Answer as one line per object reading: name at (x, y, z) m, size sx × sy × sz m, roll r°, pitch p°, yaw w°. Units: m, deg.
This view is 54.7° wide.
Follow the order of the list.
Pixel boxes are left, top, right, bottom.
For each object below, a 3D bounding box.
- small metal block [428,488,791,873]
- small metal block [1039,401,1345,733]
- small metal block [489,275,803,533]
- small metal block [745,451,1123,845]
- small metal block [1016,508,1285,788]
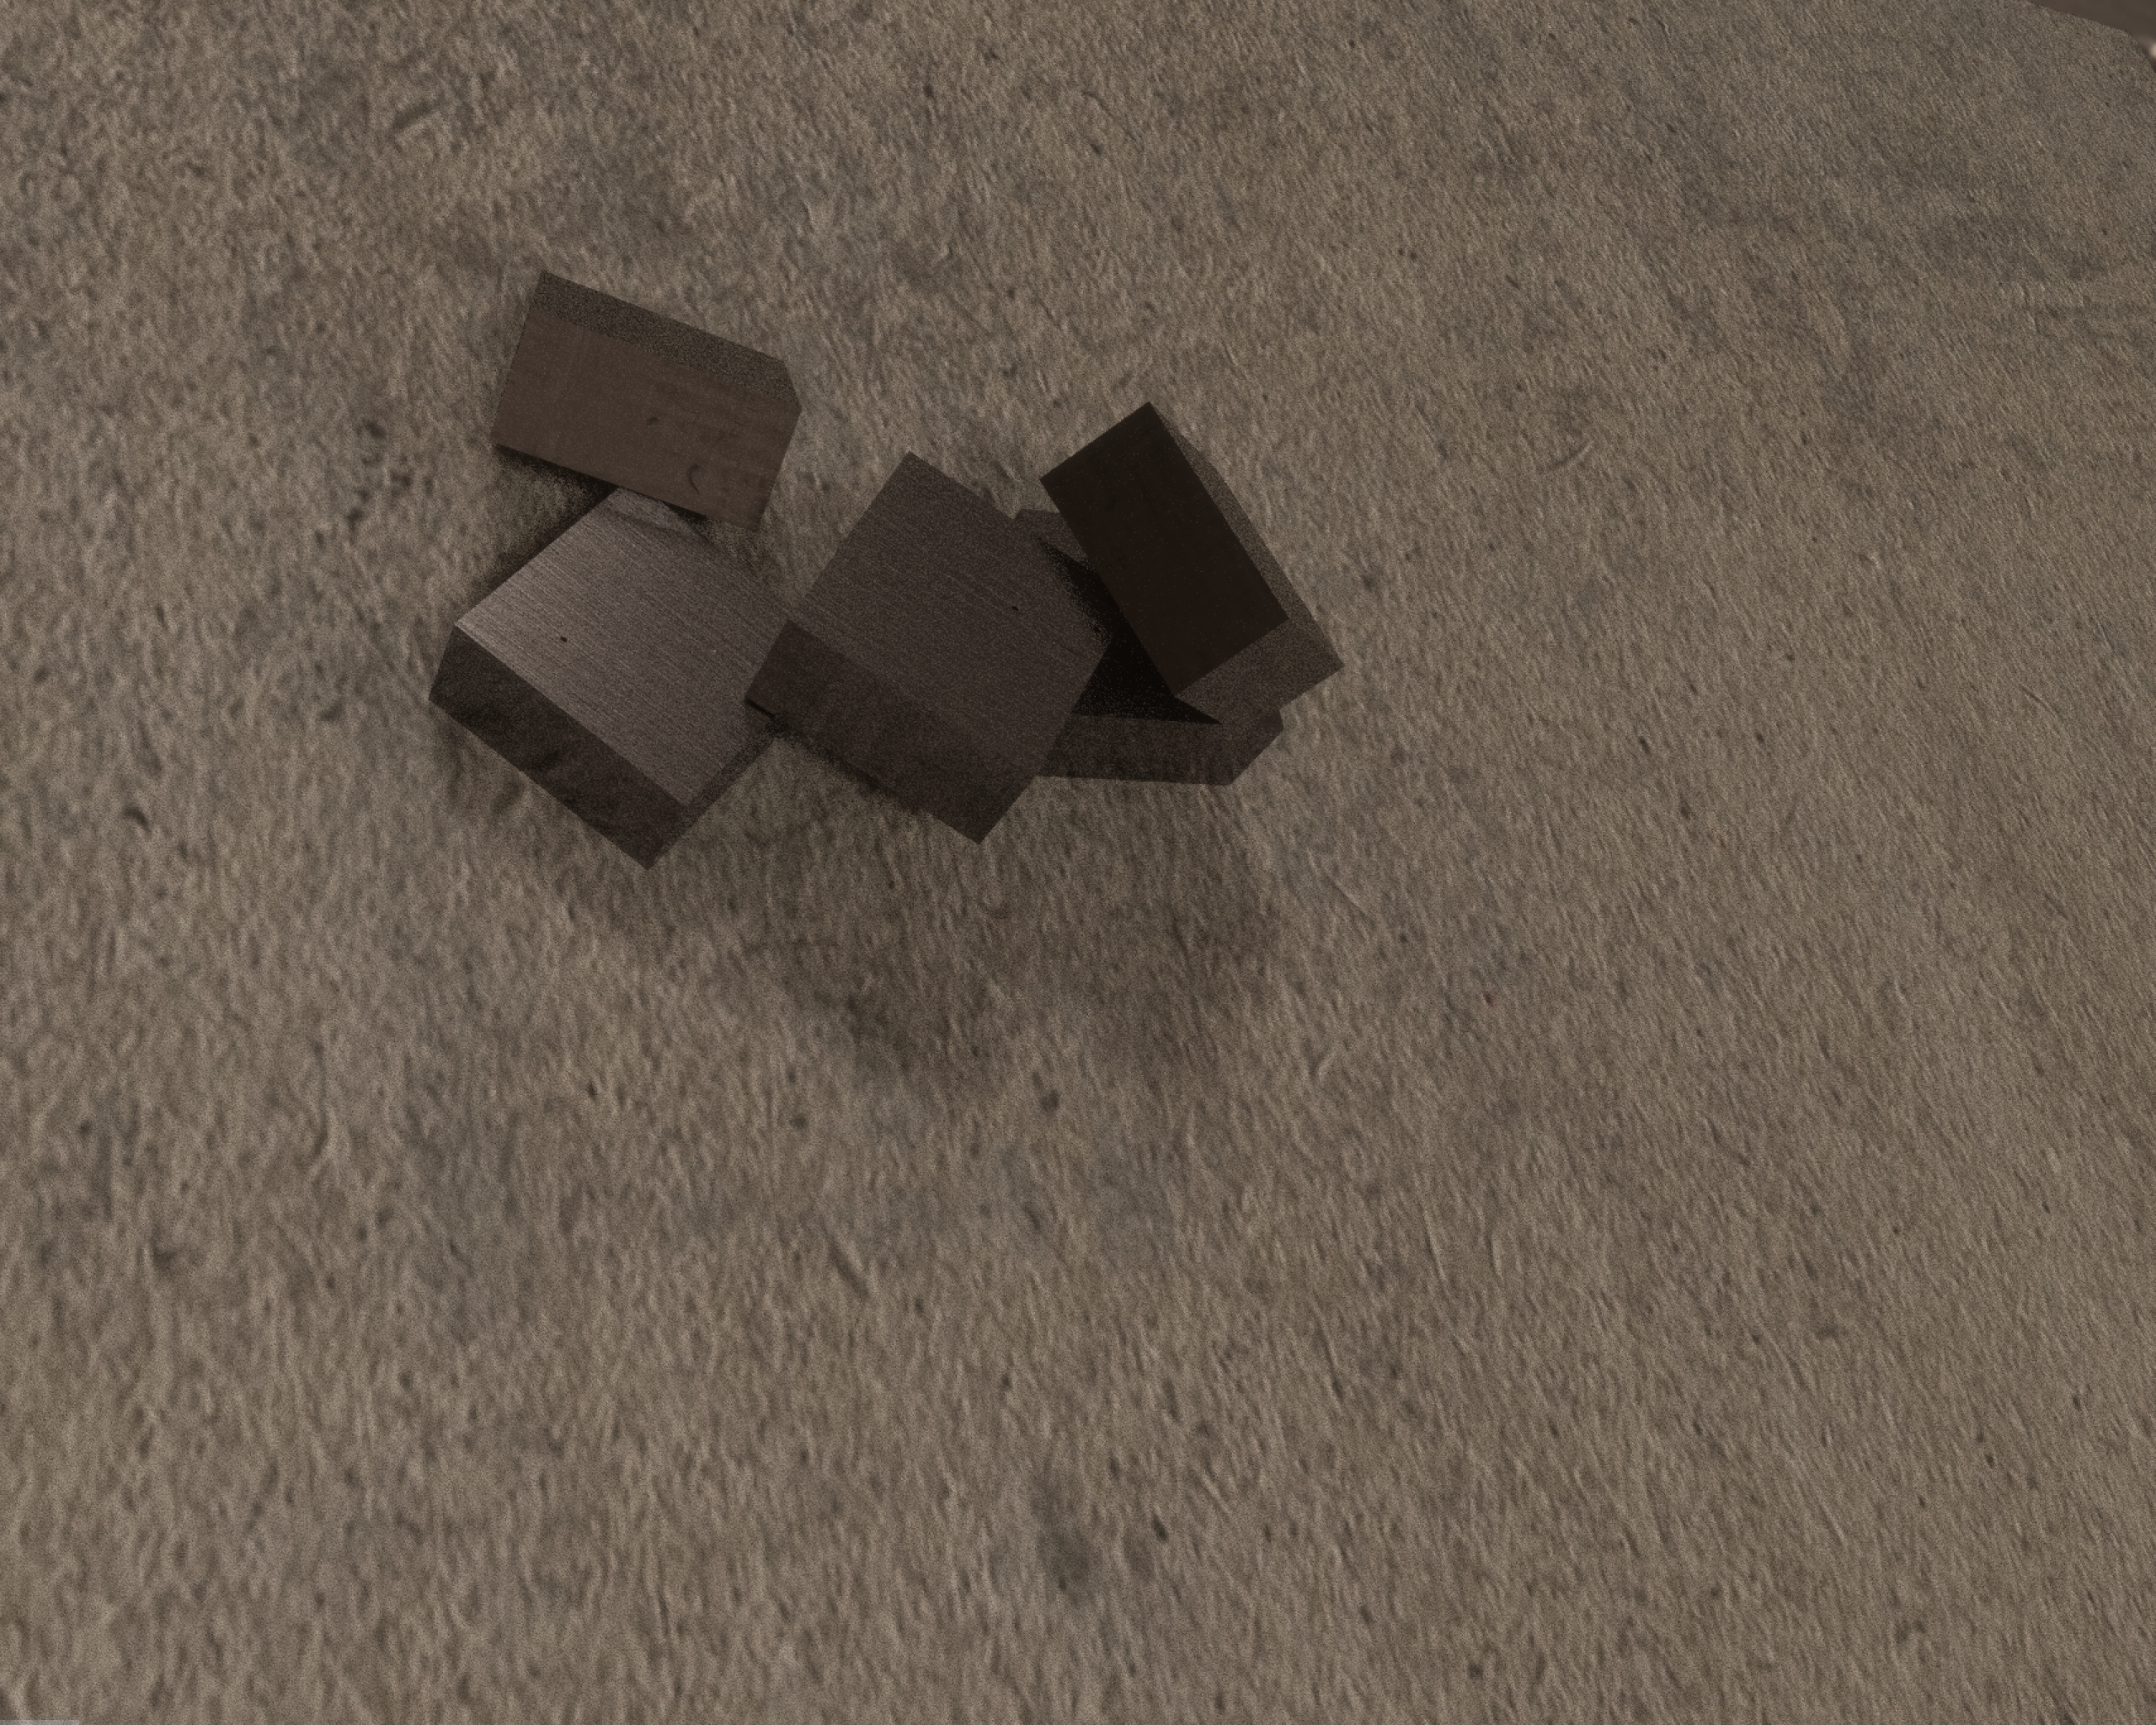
small metal block at (-0.081, -0.035, 0.384) m, size 0.050 × 0.025 × 0.050 m, roll 39°, pitch 51°, yaw -3°
small metal block at (0.023, -0.056, 0.405) m, size 0.050 × 0.025 × 0.050 m, roll 59°, pitch 13°, yaw 14°
small metal block at (-0.083, -0.089, 0.401) m, size 0.050 × 0.025 × 0.050 m, roll 17°, pitch 18°, yaw -19°
small metal block at (-0.025, -0.040, 0.384) m, size 0.050 × 0.025 × 0.050 m, roll 33°, pitch 51°, yaw -7°
small metal block at (0.010, -0.044, 0.440) m, size 0.050 × 0.025 × 0.050 m, roll 2°, pitch 61°, yaw -28°
